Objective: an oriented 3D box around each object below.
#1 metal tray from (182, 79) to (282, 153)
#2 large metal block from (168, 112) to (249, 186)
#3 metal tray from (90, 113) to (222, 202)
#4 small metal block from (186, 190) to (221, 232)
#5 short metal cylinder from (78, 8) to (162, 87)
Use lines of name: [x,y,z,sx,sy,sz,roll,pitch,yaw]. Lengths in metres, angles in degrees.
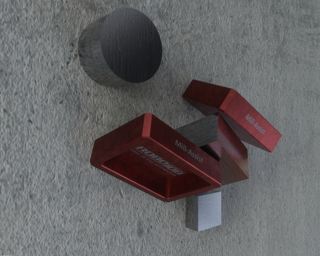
metal tray: [0.104,-0.017,0.445,0.130,0.090,0.030,34,87,-35]
large metal block: [0.062,0.035,0.411,0.080,0.080,0.050,47,36,-30]
metal tray: [-0.001,0.041,0.358,0.130,0.090,0.030,35,44,-35]
small metal block: [0.065,0.120,0.459,0.050,0.025,0.050,0,90,-40]
short metal cylinder: [-0.044,-0.088,0.351,0.081,0.050,0.080,0,90,-40]
